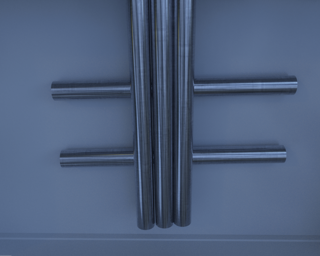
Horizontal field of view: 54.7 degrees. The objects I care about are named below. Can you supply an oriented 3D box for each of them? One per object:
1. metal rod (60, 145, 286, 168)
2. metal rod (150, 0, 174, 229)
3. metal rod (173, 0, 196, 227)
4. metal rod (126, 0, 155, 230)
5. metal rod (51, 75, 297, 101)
[{"bbox_3d":[0.018,0.039,0.425,0.302,0.025,0.025,-1,110,0],"label":"metal rod"},{"bbox_3d":[0.004,-0.008,0.379,0.025,0.025,0.298,-1,110,0],"label":"metal rod"},{"bbox_3d":[0.028,-0.010,0.379,0.025,0.025,0.298,-1,110,0],"label":"metal rod"},{"bbox_3d":[-0.022,-0.006,0.380,0.025,0.025,0.298,-1,110,0],"label":"metal rod"},{"bbox_3d":[0.018,-0.051,0.392,0.302,0.025,0.025,-1,110,0],"label":"metal rod"}]
